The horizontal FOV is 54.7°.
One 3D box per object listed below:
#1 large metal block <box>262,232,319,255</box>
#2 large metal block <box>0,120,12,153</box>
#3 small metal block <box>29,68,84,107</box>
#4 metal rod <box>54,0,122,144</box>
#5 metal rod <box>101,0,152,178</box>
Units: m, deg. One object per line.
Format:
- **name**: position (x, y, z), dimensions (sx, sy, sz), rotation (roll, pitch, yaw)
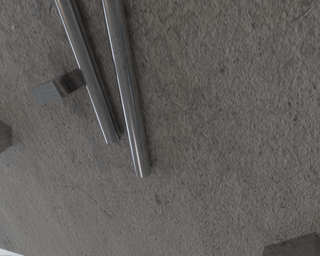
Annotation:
- **large metal block**: position (0.193, 0.195, 0.410), dimensions (0.080, 0.050, 0.080), rotation (48, 129, -6)
- **large metal block**: position (-0.329, 0.016, 0.555), dimensions (0.080, 0.080, 0.050), rotation (30, 128, 9)
- **small metal block**: position (-0.142, -0.057, 0.431), dimensions (0.050, 0.050, 0.025), rotation (-12, 112, 33)
- **metal rod**: position (-0.103, -0.114, 0.390), dimensions (0.025, 0.025, 0.298), rotation (-1, 118, 28)
- **metal rod**: position (-0.043, -0.064, 0.389), dimensions (0.025, 0.025, 0.298), rotation (7, 122, 25)
